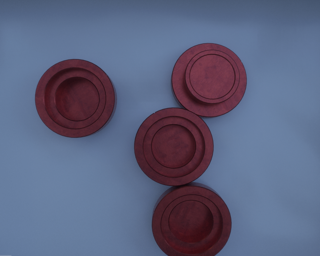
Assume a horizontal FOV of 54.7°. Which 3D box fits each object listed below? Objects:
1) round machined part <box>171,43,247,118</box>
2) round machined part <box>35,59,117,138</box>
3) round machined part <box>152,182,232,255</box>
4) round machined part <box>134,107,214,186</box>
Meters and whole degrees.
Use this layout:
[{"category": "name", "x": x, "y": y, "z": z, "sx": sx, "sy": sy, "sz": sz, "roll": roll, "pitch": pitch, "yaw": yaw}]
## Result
[{"category": "round machined part", "x": 0.064, "y": -0.063, "z": 0.401, "sx": 0.099, "sy": 0.042, "sz": 0.097, "roll": 0, "pitch": 88, "yaw": -2}, {"category": "round machined part", "x": -0.105, "y": -0.037, "z": 0.402, "sx": 0.099, "sy": 0.042, "sz": 0.097, "roll": 0, "pitch": 90, "yaw": 0}, {"category": "round machined part", "x": 0.039, "y": 0.118, "z": 0.401, "sx": 0.099, "sy": 0.042, "sz": 0.097, "roll": 0, "pitch": 94, "yaw": -1}, {"category": "round machined part", "x": 0.017, "y": 0.023, "z": 0.403, "sx": 0.099, "sy": 0.042, "sz": 0.097, "roll": 0, "pitch": 90, "yaw": 0}]
